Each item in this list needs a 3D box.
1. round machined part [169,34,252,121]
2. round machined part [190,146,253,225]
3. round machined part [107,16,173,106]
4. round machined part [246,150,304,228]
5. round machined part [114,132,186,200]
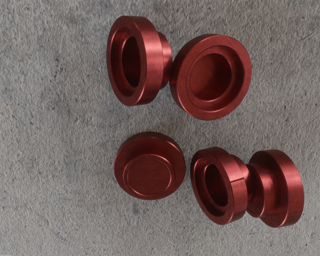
[{"bbox_3d":[0.055,-0.061,0.367,0.099,0.042,0.097,-9,114,-21],"label":"round machined part"},{"bbox_3d":[0.082,0.072,0.403,0.042,0.098,0.097,-12,112,-23],"label":"round machined part"},{"bbox_3d":[-0.022,-0.075,0.351,0.042,0.098,0.097,-10,114,-31],"label":"round machined part"},{"bbox_3d":[0.134,0.078,0.397,0.042,0.098,0.097,-5,111,-12],"label":"round machined part"},{"bbox_3d":[-0.014,0.058,0.422,0.099,0.042,0.097,0,110,0],"label":"round machined part"}]
